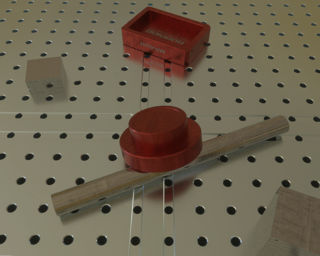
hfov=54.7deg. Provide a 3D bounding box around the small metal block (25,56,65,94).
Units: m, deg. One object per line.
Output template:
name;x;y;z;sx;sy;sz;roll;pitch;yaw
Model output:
small metal block;-0.174;-0.082;0.474;0.050;0.025;0.050;-9;51;-8

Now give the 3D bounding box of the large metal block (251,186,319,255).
large metal block;0.135;0.107;0.284;0.080;0.080;0.050;18;52;14

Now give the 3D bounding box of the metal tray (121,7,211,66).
metal tray;0.010;-0.163;0.541;0.130;0.030;0.090;24;54;18

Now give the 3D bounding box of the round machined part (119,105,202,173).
round machined part;0.000;0.006;0.370;0.099;0.042;0.098;-7;30;4

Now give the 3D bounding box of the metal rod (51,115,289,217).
metal rod;0.025;0.039;0.374;0.302;0.025;0.025;-18;53;-15
